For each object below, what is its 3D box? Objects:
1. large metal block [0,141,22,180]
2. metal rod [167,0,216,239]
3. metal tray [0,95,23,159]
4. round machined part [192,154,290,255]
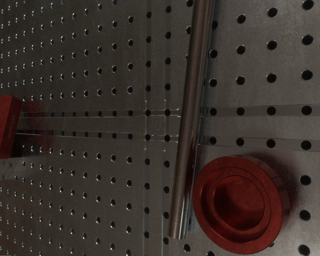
[{"bbox_3d":[-0.358,0.061,0.684,0.080,0.050,0.080,-50,61,28],"label":"large metal block"},{"bbox_3d":[0.038,-0.013,0.376,0.025,0.025,0.298,10,96,39],"label":"metal rod"},{"bbox_3d":[-0.344,-0.002,0.640,0.090,0.030,0.130,-2,70,16],"label":"metal tray"},{"bbox_3d":[0.087,0.077,0.326,0.098,0.042,0.097,0,90,39],"label":"round machined part"}]
